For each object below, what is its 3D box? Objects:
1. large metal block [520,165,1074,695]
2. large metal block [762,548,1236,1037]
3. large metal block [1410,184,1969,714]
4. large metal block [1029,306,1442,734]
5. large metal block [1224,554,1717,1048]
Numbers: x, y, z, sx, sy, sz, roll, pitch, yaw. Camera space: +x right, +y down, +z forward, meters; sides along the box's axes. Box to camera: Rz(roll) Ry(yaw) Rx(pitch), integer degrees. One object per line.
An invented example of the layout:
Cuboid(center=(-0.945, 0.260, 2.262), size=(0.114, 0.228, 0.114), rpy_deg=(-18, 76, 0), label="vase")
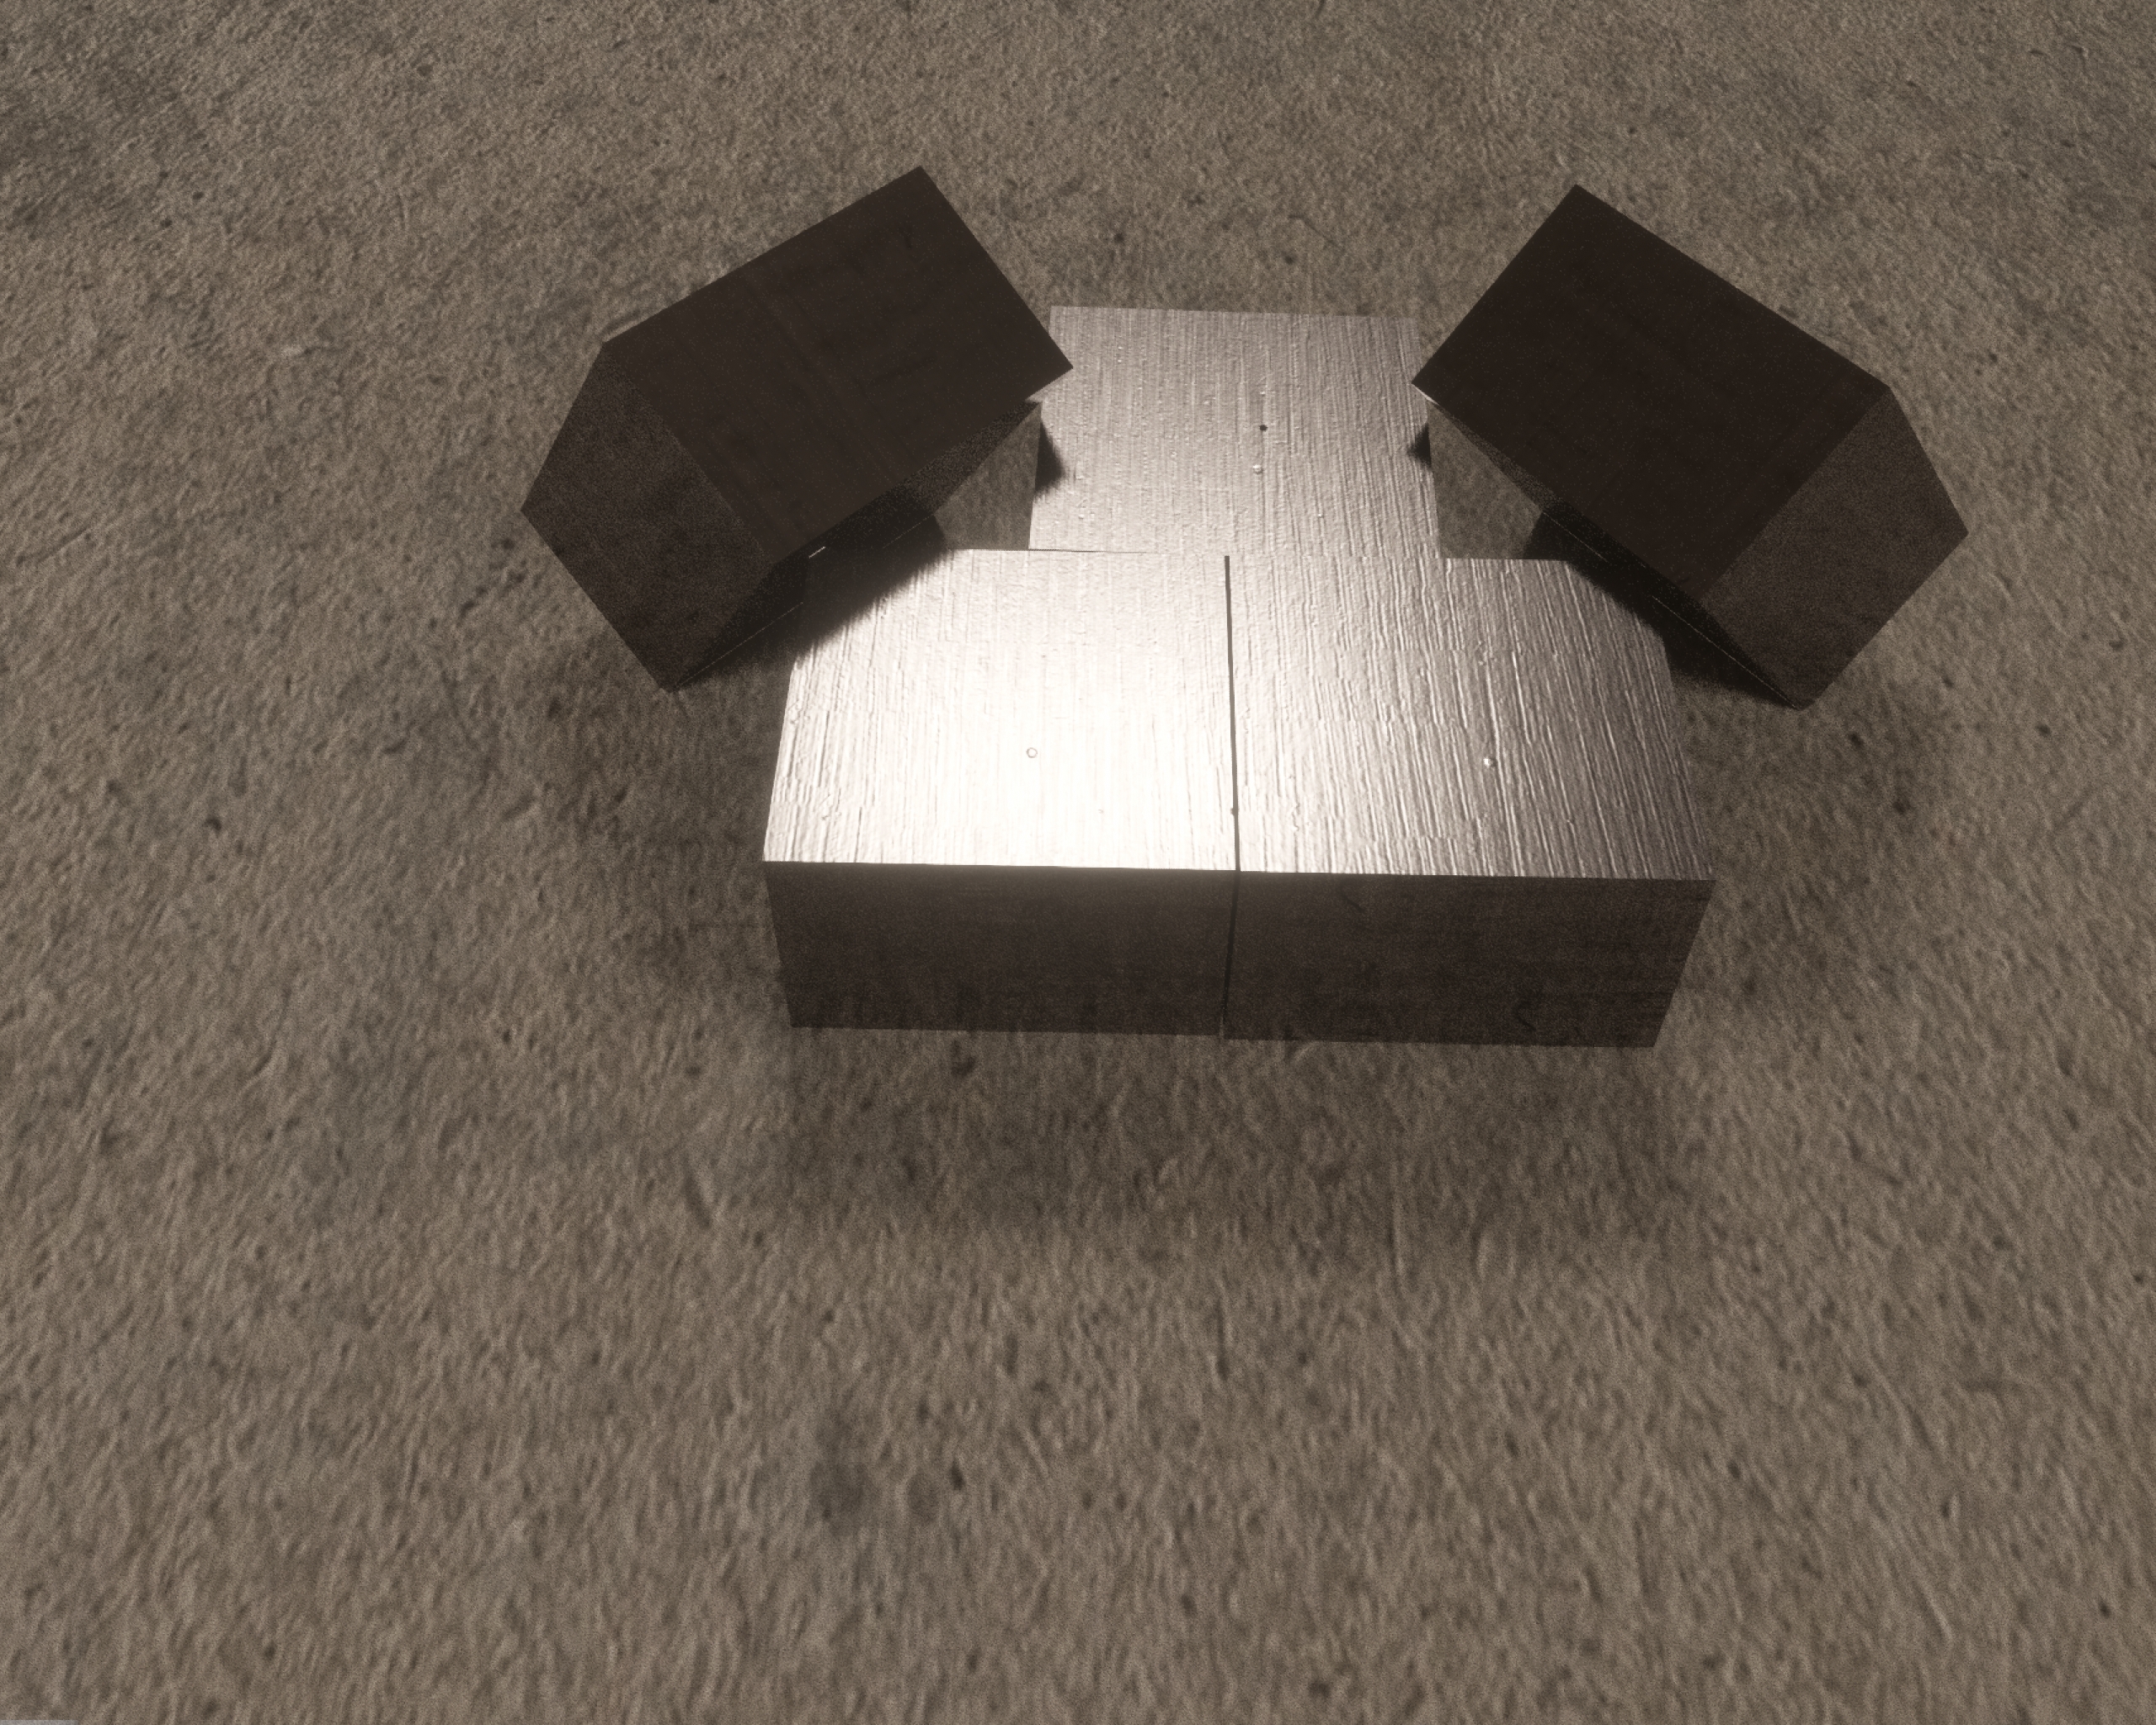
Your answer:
Cuboid(center=(-0.060, -0.087, 0.433), size=(0.080, 0.080, 0.050), rpy_deg=(-40, 95, -28), label="large metal block")
Cuboid(center=(-0.013, -0.014, 0.400), size=(0.081, 0.050, 0.080), rpy_deg=(1, 50, 0), label="large metal block")
Cuboid(center=(0.128, -0.084, 0.433), size=(0.050, 0.080, 0.080), rpy_deg=(-50, 58, 12), label="large metal block")
Cuboid(center=(0.032, -0.075, 0.452), size=(0.081, 0.050, 0.080), rpy_deg=(2, 50, 1), label="large metal block")
Cuboid(center=(0.069, -0.013, 0.397), size=(0.081, 0.050, 0.080), rpy_deg=(1, 50, 0), label="large metal block")
